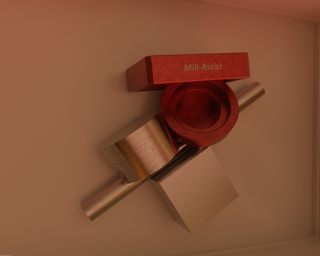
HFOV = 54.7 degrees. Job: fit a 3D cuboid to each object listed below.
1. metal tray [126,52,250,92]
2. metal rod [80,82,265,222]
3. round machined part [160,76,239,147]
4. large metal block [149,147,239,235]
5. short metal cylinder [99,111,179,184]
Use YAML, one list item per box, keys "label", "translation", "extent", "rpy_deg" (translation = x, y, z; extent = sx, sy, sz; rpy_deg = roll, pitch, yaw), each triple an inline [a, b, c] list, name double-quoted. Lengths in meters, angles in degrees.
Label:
- label: "metal tray"
  translation: [0.032, -0.068, 0.386]
  extent: [0.131, 0.090, 0.030]
  rpy_deg: [-7, 93, -21]
- label: "metal rod"
  translation: [0.029, 0.022, 0.421]
  extent: [0.302, 0.025, 0.025]
  rpy_deg: [-34, 102, -17]
- label: "round machined part"
  translation: [0.049, -0.020, 0.404]
  extent: [0.099, 0.042, 0.098]
  rpy_deg: [2, 66, -4]
- label: "large metal block"
  translation: [0.043, 0.078, 0.412]
  extent: [0.080, 0.050, 0.080]
  rpy_deg: [-35, 102, -17]
- label: "short metal cylinder"
  translation: [-0.024, 0.022, 0.372]
  extent: [0.080, 0.080, 0.050]
  rpy_deg: [-35, 102, -17]
